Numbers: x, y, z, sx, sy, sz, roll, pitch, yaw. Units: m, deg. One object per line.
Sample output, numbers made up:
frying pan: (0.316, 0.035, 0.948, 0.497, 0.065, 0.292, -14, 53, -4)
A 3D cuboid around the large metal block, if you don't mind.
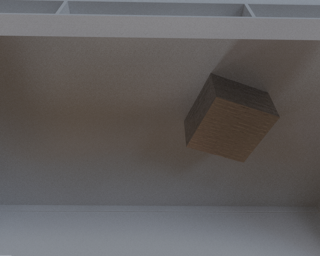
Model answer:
large metal block: (0.084, -0.011, 0.384, 0.080, 0.050, 0.080, 16, 128, -13)
